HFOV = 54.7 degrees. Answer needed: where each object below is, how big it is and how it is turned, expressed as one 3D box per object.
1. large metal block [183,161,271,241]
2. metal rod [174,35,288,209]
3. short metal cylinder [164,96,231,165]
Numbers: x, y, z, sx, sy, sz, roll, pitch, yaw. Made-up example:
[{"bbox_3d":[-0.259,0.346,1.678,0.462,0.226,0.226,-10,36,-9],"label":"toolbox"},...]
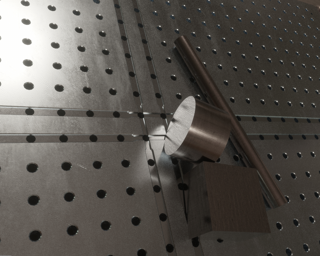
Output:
[{"bbox_3d":[0.079,0.092,0.381,0.081,0.050,0.080,10,57,-23],"label":"large metal block"},{"bbox_3d":[0.101,-0.019,0.476,0.025,0.025,0.299,-16,70,-35],"label":"metal rod"},{"bbox_3d":[0.046,0.006,0.396,0.050,0.080,0.080,22,53,-15],"label":"short metal cylinder"}]
